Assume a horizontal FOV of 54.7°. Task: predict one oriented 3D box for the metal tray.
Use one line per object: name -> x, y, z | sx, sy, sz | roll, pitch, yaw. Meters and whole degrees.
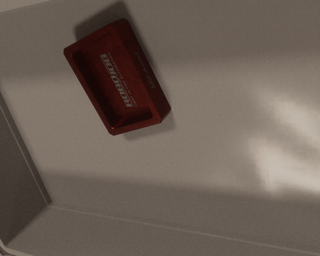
metal tray -> -0.054, -0.059, 0.395 | 0.090, 0.030, 0.129 | -15, 111, 34
